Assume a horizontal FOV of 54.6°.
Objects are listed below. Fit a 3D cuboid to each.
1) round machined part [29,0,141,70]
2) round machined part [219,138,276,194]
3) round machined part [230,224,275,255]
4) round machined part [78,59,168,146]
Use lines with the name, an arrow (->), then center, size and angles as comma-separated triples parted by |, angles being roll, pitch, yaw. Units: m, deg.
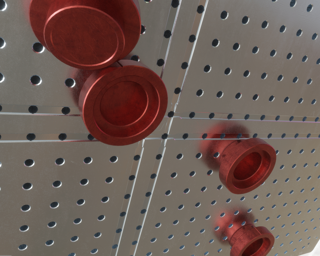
round machined part -> -0.066, -0.091, 0.280 | 0.099, 0.042, 0.098 | -4, 144, -2
round machined part -> 0.138, 0.058, 0.510 | 0.099, 0.042, 0.097 | -14, 124, -21
round machined part -> 0.188, 0.243, 0.651 | 0.099, 0.042, 0.097 | -14, 124, -21
round machined part -> -0.044, -0.032, 0.356 | 0.099, 0.042, 0.097 | -14, 124, -21
